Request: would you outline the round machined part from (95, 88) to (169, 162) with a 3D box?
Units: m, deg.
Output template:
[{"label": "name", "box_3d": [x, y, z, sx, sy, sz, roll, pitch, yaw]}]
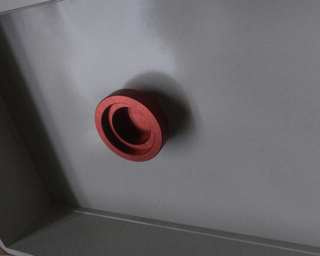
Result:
[{"label": "round machined part", "box_3d": [-0.033, -0.007, 0.409, 0.098, 0.042, 0.097, 13, 124, 20]}]
